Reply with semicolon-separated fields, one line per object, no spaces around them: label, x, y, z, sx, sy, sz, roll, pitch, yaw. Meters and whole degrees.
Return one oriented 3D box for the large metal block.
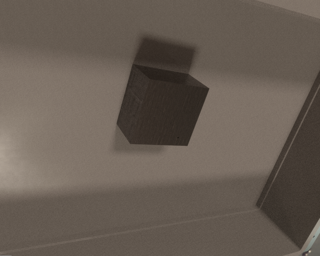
large metal block;0.002;-0.026;0.379;0.081;0.050;0.079;4;117;-31
